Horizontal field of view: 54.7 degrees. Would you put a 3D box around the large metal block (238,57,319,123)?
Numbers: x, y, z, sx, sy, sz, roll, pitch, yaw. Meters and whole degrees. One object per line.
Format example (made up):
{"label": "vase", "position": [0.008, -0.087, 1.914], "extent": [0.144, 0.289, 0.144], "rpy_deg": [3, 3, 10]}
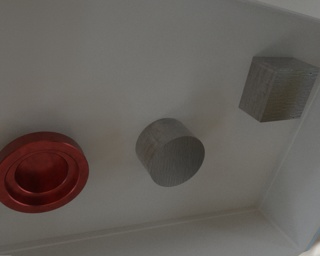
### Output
{"label": "large metal block", "position": [0.172, -0.058, 0.454], "extent": [0.081, 0.050, 0.079], "rpy_deg": [-5, 121, -26]}

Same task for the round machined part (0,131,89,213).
{"label": "round machined part", "position": [-0.135, 0.046, 0.353], "extent": [0.099, 0.042, 0.097], "rpy_deg": [-14, 125, -21]}

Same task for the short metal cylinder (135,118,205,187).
{"label": "short metal cylinder", "position": [0.013, 0.033, 0.422], "extent": [0.081, 0.050, 0.079], "rpy_deg": [-14, 125, -21]}
